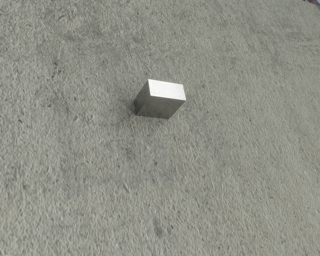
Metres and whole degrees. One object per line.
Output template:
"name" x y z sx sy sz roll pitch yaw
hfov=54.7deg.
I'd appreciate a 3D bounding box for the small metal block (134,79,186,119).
"small metal block" -0.001 -0.037 0.412 0.050 0.050 0.025 5 60 -26
